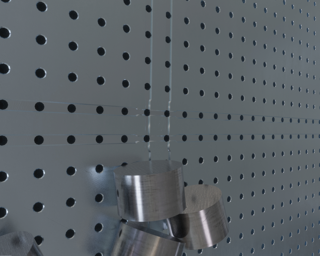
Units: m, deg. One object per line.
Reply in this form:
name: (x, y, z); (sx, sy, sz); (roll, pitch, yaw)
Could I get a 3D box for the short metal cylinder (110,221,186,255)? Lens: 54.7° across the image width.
short metal cylinder: (-0.016, 0.146, 0.360); (0.080, 0.080, 0.050); (29, 72, -36)

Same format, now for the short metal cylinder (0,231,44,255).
short metal cylinder: (-0.135, 0.134, 0.260); (0.081, 0.080, 0.050); (-31, 110, -36)

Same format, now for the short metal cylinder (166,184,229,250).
short metal cylinder: (0.047, 0.116, 0.413); (0.081, 0.080, 0.050); (-23, 105, -38)

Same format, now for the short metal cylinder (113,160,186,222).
short metal cylinder: (-0.012, 0.070, 0.363); (0.081, 0.080, 0.050); (-9, 96, -40)
